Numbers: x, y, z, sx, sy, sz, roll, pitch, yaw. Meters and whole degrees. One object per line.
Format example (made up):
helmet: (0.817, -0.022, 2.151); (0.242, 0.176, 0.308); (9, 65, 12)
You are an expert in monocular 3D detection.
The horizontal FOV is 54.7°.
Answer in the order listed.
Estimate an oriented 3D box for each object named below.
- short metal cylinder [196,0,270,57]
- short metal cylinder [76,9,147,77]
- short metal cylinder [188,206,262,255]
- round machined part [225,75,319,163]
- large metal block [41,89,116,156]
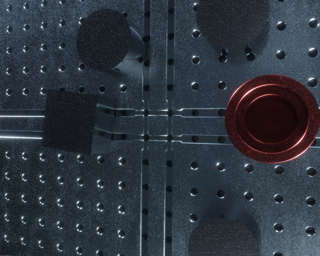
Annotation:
short metal cylinder: (0.088, -0.130, 0.368); (0.080, 0.050, 0.079); (0, 90, 20)
short metal cylinder: (-0.065, -0.114, 0.422); (0.080, 0.050, 0.079); (0, 90, 20)
short metal cylinder: (0.079, 0.140, 0.371); (0.080, 0.050, 0.079); (0, 90, 20)
round machined part: (0.128, -0.010, 0.358); (0.098, 0.042, 0.097); (0, 90, 20)
large metal block: (-0.114, -0.009, 0.440); (0.080, 0.050, 0.079); (8, 93, 19)
